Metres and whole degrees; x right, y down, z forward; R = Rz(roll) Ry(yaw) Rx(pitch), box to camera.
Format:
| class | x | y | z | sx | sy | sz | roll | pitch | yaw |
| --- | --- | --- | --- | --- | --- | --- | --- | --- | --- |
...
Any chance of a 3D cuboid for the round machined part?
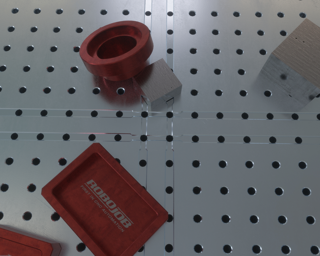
| class | x | y | z | sx | sy | sz | roll | pitch | yaw |
| --- | --- | --- | --- | --- | --- | --- | --- | --- | --- |
| round machined part | -0.056 | -0.103 | 0.427 | 0.098 | 0.042 | 0.098 | -8 | 48 | 10 |

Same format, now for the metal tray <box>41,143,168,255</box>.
| class | x | y | z | sx | sy | sz | roll | pitch | yaw |
| --- | --- | --- | --- | --- | --- | --- | --- | --- | --- |
| metal tray | -0.065 | 0.093 | 0.374 | 0.130 | 0.030 | 0.090 | 43 | 75 | 14 |

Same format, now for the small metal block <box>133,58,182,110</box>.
| class | x | y | z | sx | sy | sz | roll | pitch | yaw |
| --- | --- | --- | --- | --- | --- | --- | --- | --- | --- |
| small metal block | -0.004 | -0.062 | 0.434 | 0.050 | 0.025 | 0.050 | -30 | 73 | -11 |

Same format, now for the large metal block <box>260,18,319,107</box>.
| class | x | y | z | sx | sy | sz | roll | pitch | yaw |
| --- | --- | --- | --- | --- | --- | --- | --- | --- | --- |
| large metal block | 0.204 | -0.091 | 0.433 | 0.080 | 0.050 | 0.080 | 42 | 75 | 14 |

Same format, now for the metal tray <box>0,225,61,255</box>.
| class | x | y | z | sx | sy | sz | roll | pitch | yaw |
| --- | --- | --- | --- | --- | --- | --- | --- | --- | --- |
| metal tray | -0.178 | 0.182 | 0.341 | 0.090 | 0.030 | 0.130 | 15 | 71 | 5 |
